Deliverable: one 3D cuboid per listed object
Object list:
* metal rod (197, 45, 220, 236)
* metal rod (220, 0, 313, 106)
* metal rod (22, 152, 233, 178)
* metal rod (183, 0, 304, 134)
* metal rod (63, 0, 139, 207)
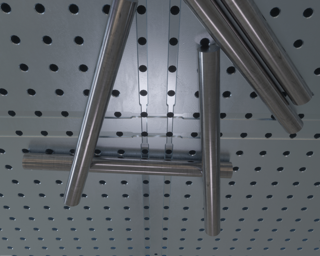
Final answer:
[{"bbox_3d":[0.069,0.038,0.418,0.025,0.025,0.298,-5,122,4],"label":"metal rod"},{"bbox_3d":[0.077,-0.124,0.306,0.025,0.025,0.300,-33,123,25],"label":"metal rod"},{"bbox_3d":[-0.044,0.055,0.458,0.302,0.025,0.025,3,130,-3],"label":"metal rod"},{"bbox_3d":[0.080,-0.089,0.336,0.025,0.025,0.300,-33,123,25],"label":"metal rod"},{"bbox_3d":[-0.082,-0.011,0.381,0.025,0.025,0.298,15,122,-12],"label":"metal rod"}]
